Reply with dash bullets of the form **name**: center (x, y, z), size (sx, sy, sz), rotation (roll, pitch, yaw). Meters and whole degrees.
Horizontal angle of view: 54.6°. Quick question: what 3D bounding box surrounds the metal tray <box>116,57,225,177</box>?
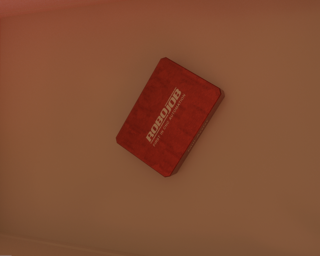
- **metal tray**: center (0.012, -0.014, 0.404), size (0.090, 0.030, 0.129), rotation (34, 101, 17)
